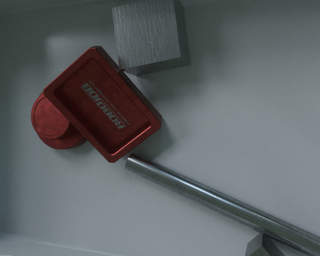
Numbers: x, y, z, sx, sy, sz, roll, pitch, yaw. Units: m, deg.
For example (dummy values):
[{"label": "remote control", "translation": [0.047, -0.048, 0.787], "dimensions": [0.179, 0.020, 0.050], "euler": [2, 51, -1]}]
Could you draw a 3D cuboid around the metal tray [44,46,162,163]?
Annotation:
[{"label": "metal tray", "translation": [-0.071, -0.029, 0.402], "dimensions": [0.090, 0.030, 0.130], "euler": [-38, 104, 14]}]

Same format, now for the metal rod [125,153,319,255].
[{"label": "metal rod", "translation": [0.092, 0.100, 0.377], "dimensions": [0.301, 0.025, 0.025], "euler": [22, 97, 18]}]

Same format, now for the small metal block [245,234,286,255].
[{"label": "small metal block", "translation": [0.125, 0.153, 0.353], "dimensions": [0.025, 0.050, 0.050], "euler": [-45, 76, 14]}]

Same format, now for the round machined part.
[{"label": "round machined part", "translation": [-0.147, -0.017, 0.452], "dimensions": [0.098, 0.042, 0.097], "euler": [0, 90, 19]}]

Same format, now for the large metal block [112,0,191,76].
[{"label": "large metal block", "translation": [-0.010, -0.117, 0.400], "dimensions": [0.080, 0.050, 0.080], "euler": [-8, 88, 19]}]
